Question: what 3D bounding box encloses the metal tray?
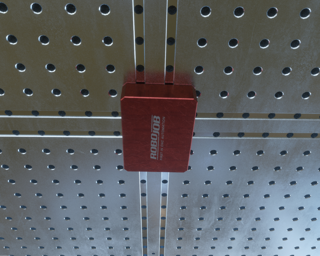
[{"bbox_3d":[-0.003,0.005,0.411,0.091,0.030,0.129,1,130,-2],"label":"metal tray"}]
